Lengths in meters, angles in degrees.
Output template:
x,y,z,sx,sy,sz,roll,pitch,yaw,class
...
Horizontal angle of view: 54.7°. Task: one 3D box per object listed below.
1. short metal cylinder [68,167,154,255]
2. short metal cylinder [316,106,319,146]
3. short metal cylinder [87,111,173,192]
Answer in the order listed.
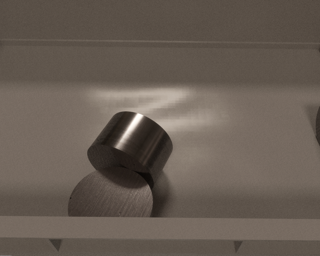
x,y,z,sx,sy,sz,roll,pitch,yaw,class
-0.047,0.087,0.315,0.081,0.050,0.080,0,50,0,short metal cylinder
0.234,-0.001,0.374,0.050,0.080,0.080,-2,50,-2,short metal cylinder
-0.033,0.028,0.346,0.080,0.080,0.050,19,53,15,short metal cylinder
